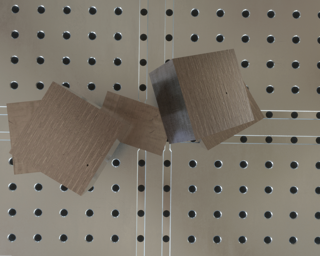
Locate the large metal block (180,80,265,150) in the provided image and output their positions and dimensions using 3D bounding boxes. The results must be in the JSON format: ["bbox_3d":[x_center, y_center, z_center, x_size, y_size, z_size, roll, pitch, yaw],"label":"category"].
[{"bbox_3d":[0.073,-0.027,0.402,0.080,0.050,0.080,-30,90,0],"label":"large metal block"}]

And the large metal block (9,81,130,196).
[{"bbox_3d":[-0.088,0.010,0.319,0.080,0.050,0.080,31,90,0],"label":"large metal block"}]

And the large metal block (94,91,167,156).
[{"bbox_3d":[-0.029,-0.005,0.385,0.080,0.080,0.050,19,90,-1],"label":"large metal block"}]

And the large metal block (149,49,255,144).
[{"bbox_3d":[0.045,-0.034,0.333,0.081,0.050,0.080,-16,91,-29],"label":"large metal block"}]

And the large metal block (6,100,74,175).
[{"bbox_3d":[-0.141,0.009,0.384,0.050,0.080,0.079,-6,90,0],"label":"large metal block"}]
